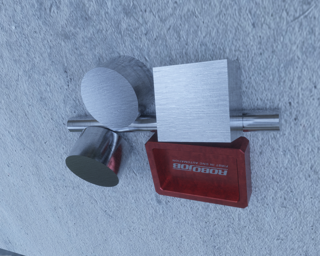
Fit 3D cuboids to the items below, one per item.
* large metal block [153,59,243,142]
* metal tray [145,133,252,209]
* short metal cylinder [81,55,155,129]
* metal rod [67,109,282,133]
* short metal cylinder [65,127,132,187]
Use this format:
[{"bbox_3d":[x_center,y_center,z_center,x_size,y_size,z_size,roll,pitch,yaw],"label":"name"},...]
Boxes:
[{"bbox_3d":[0.042,-0.028,0.336,0.080,0.050,0.079,-1,97,28],"label":"large metal block"},{"bbox_3d":[0.051,0.053,0.410,0.130,0.030,0.089,3,120,26],"label":"metal tray"},{"bbox_3d":[-0.051,-0.046,0.391,0.080,0.050,0.079,13,123,21],"label":"short metal cylinder"},{"bbox_3d":[-0.002,-0.007,0.407,0.300,0.025,0.025,-1,118,28],"label":"metal rod"},{"bbox_3d":[-0.088,0.043,0.449,0.080,0.050,0.080,14,144,11],"label":"short metal cylinder"}]
